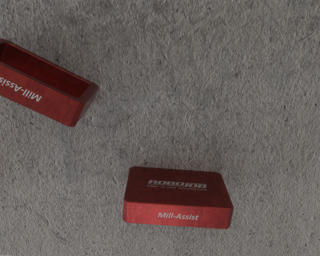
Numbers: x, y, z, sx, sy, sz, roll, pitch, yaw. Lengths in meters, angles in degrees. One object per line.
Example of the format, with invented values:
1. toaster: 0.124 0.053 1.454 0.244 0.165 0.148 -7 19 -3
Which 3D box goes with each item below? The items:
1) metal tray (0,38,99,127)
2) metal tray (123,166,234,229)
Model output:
1. metal tray: -0.142 -0.055 0.353 0.131 0.090 0.030 26 108 -10
2. metal tray: 0.021 0.088 0.407 0.131 0.090 0.030 4 110 -2
